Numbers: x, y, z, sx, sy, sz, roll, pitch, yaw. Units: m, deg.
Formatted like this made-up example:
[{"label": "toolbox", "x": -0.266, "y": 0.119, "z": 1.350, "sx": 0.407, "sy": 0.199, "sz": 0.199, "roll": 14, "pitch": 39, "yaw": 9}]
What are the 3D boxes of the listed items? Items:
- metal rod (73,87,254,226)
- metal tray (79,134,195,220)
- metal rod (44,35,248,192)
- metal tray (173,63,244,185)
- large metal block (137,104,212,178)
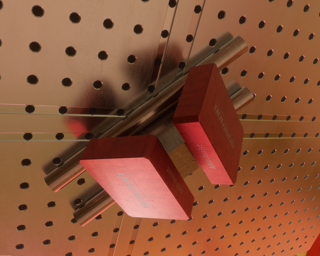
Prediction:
[{"label": "metal rod", "x": 0.008, "y": 0.038, "z": 0.441, "sx": 0.301, "sy": 0.025, "sz": 0.025, "roll": -36, "pitch": 130, "yaw": -5}, {"label": "metal tray", "x": -0.023, "y": 0.063, "z": 0.369, "sx": 0.090, "sy": 0.030, "sz": 0.130, "roll": -5, "pitch": 135, "yaw": 27}, {"label": "metal rod", "x": -0.014, "y": -0.020, "z": 0.393, "sx": 0.301, "sy": 0.025, "sz": 0.025, "roll": -37, "pitch": 130, "yaw": -4}, {"label": "metal tray", "x": 0.065, "y": -0.001, "z": 0.377, "sx": 0.130, "sy": 0.030, "sz": 0.090, "roll": 56, "pitch": 42, "yaw": -39}, {"label": "large metal block", "x": 0.016, "y": 0.017, "z": 0.396, "sx": 0.080, "sy": 0.080, "sz": 0.050, "roll": -36, "pitch": 130, "yaw": -5}]
